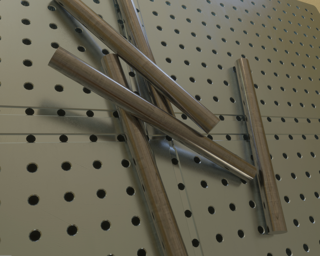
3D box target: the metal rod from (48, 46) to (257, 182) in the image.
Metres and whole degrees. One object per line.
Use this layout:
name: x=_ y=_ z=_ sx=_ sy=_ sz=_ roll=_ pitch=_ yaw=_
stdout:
metal rod: x=0.006 y=-0.007 z=0.390 sx=0.301 sy=0.025 sz=0.025 roll=31 pitch=51 yaw=-19

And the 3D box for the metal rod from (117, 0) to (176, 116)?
metal rod: x=-0.032 y=-0.133 z=0.473 sx=0.025 sy=0.025 sz=0.299 roll=-5 pitch=64 yaw=-31

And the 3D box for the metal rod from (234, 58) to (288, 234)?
metal rod: x=0.152 y=0.010 z=0.486 sx=0.025 sy=0.025 sz=0.299 roll=12 pitch=56 yaw=-22

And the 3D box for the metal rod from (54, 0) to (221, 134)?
metal rod: x=-0.040 y=-0.100 z=0.425 sx=0.300 sy=0.025 sz=0.025 roll=42 pitch=50 yaw=10

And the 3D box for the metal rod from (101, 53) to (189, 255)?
metal rod: x=-0.021 y=0.035 z=0.376 sx=0.025 sy=0.025 sz=0.299 roll=-7 pitch=65 yaw=-32
